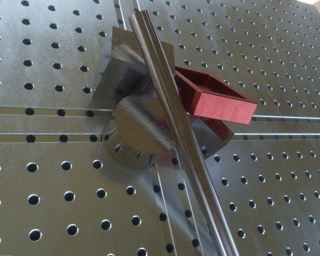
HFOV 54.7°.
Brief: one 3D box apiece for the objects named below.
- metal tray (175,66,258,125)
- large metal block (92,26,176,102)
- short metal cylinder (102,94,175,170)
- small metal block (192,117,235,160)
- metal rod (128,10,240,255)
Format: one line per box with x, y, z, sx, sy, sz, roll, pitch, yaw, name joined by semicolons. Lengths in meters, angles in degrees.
0.059;-0.050;0.423;0.091;0.030;0.130;9;22;-24;metal tray
-0.036;-0.074;0.400;0.081;0.080;0.050;11;57;-23;large metal block
-0.024;0.005;0.377;0.081;0.050;0.080;14;56;-21;short metal cylinder
0.064;0.009;0.423;0.050;0.050;0.025;46;51;3;small metal block
0.029;0.014;0.354;0.025;0.025;0.298;-23;94;-36;metal rod
